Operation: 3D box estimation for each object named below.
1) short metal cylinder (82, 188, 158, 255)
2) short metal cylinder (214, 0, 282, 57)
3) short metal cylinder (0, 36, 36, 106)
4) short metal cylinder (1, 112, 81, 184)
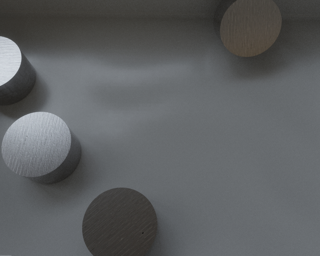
[{"bbox_3d":[-0.043,0.112,0.355,0.081,0.050,0.080,0,70,0],"label":"short metal cylinder"},{"bbox_3d":[0.118,-0.145,0.427,0.081,0.079,0.050,-2,31,-1],"label":"short metal cylinder"},{"bbox_3d":[-0.220,-0.077,0.423,0.081,0.050,0.080,0,70,0],"label":"short metal cylinder"},{"bbox_3d":[-0.144,0.026,0.386,0.081,0.050,0.080,0,70,0],"label":"short metal cylinder"}]
